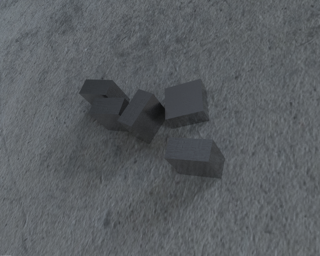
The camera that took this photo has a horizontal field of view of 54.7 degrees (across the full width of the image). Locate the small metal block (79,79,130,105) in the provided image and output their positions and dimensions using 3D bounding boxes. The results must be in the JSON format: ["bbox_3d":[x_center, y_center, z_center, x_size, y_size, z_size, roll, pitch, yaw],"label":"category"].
[{"bbox_3d":[-0.081,-0.047,0.457,0.050,0.050,0.025,6,65,31],"label":"small metal block"}]

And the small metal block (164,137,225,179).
[{"bbox_3d":[0.040,0.034,0.345,0.050,0.050,0.025,2,63,28],"label":"small metal block"}]

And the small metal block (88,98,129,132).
[{"bbox_3d":[-0.061,-0.018,0.429,0.050,0.050,0.025,3,64,29],"label":"small metal block"}]

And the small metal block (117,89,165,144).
[{"bbox_3d":[-0.021,-0.014,0.406,0.025,0.050,0.050,22,74,36],"label":"small metal block"}]

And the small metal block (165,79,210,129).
[{"bbox_3d":[0.035,-0.031,0.404,0.050,0.025,0.050,-13,56,20],"label":"small metal block"}]
